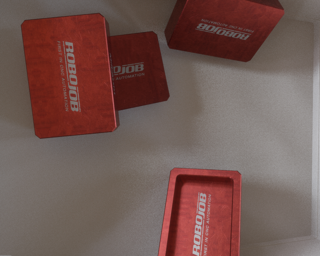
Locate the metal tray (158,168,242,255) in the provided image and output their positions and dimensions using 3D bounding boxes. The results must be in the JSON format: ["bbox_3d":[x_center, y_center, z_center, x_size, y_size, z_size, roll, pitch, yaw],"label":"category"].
[{"bbox_3d":[0.051,0.115,0.376,0.090,0.030,0.130,1,59,16],"label":"metal tray"}]

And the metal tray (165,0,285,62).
[{"bbox_3d":[0.082,-0.138,0.407,0.131,0.089,0.030,5,52,-20],"label":"metal tray"}]

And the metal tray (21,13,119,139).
[{"bbox_3d":[-0.099,-0.057,0.352,0.091,0.030,0.129,-6,95,0],"label":"metal tray"}]

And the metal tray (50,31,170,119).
[{"bbox_3d":[-0.060,-0.066,0.386,0.131,0.030,0.089,-13,95,-20],"label":"metal tray"}]
